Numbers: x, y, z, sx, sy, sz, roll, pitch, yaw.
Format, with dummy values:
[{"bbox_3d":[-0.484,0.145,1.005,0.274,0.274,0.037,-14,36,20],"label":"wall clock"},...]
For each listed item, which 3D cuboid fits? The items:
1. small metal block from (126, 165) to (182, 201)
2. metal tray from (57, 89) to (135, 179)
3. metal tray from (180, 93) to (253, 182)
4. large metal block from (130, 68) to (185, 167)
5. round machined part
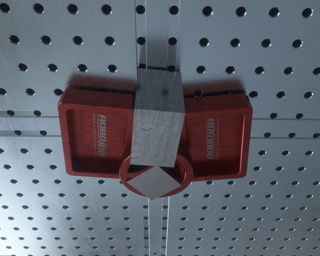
[{"bbox_3d":[-0.007,0.063,0.405,0.050,0.025,0.050,-32,124,24],"label":"small metal block"},{"bbox_3d":[-0.081,0.013,0.413,0.091,0.030,0.129,5,130,-4],"label":"metal tray"},{"bbox_3d":[0.072,0.018,0.419,0.091,0.030,0.129,-5,130,4],"label":"metal tray"},{"bbox_3d":[-0.005,-0.012,0.360,0.050,0.080,0.079,5,130,-4],"label":"large metal block"},{"bbox_3d":[-0.004,0.049,0.425,0.099,0.042,0.097,0,130,0],"label":"round machined part"}]
